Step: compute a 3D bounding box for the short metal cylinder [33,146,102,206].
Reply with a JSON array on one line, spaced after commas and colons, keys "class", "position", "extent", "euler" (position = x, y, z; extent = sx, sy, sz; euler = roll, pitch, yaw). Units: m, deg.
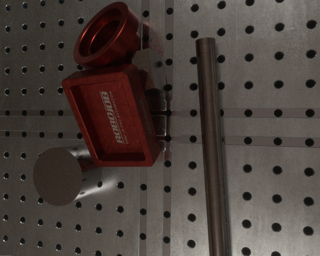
[{"class": "short metal cylinder", "position": [-0.132, 0.066, 0.444], "extent": [0.080, 0.050, 0.079], "euler": [0, 90, 19]}]

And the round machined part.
[{"class": "round machined part", "position": [-0.065, -0.114, 0.410], "extent": [0.098, 0.042, 0.098], "euler": [-22, 51, 30]}]

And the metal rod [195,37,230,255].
[{"class": "metal rod", "position": [0.067, 0.038, 0.388], "extent": [0.025, 0.025, 0.298], "euler": [-4, 89, 19]}]

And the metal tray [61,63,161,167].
[{"class": "metal tray", "position": [-0.059, -0.011, 0.395], "extent": [0.090, 0.030, 0.129], "euler": [-4, 119, 22]}]

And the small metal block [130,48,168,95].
[{"class": "small metal block", "position": [-0.013, -0.071, 0.403], "extent": [0.025, 0.050, 0.050], "euler": [-9, 87, 19]}]
